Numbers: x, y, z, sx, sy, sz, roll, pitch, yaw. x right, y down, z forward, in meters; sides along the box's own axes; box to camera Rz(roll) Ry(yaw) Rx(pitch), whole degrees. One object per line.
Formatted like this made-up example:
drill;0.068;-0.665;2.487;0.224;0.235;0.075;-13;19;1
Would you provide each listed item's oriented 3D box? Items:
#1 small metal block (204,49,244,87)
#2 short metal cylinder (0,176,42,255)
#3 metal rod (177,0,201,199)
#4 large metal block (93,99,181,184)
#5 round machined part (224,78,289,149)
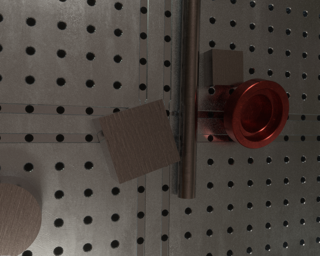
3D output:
small metal block;0.092;-0.085;0.448;0.050;0.025;0.050;-1;90;-20
short metal cylinder;-0.172;0.095;0.336;0.081;0.050;0.079;0;90;-21
metal rod;0.041;-0.054;0.428;0.025;0.025;0.298;2;89;-20
large metal block;-0.030;0.015;0.389;0.081;0.050;0.080;-19;97;-19
round machined part;0.132;-0.023;0.445;0.099;0.042;0.097;-8;110;-22
